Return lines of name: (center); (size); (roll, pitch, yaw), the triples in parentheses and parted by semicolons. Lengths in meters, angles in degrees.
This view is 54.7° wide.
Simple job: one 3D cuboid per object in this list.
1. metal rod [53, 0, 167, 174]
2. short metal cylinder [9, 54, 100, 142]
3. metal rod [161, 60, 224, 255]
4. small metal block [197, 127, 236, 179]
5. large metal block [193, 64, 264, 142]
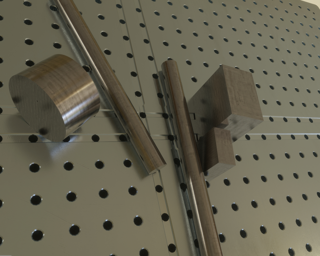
metal rod: (-0.076, -0.075, 0.412); (0.025, 0.025, 0.299); (-20, 72, -36)
short metal cylinder: (-0.112, -0.032, 0.332); (0.080, 0.080, 0.050); (43, 51, 1)
metal rod: (0.039, 0.035, 0.407); (0.025, 0.025, 0.299); (4, 60, -26)
small metal block: (0.071, 0.034, 0.410); (0.025, 0.050, 0.050); (12, 57, -22)
large metal block: (0.093, -0.029, 0.440); (0.050, 0.080, 0.080); (11, 57, -23)
